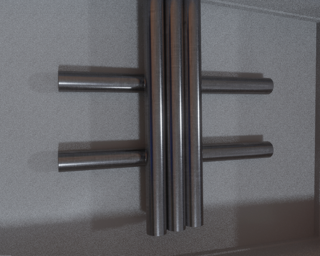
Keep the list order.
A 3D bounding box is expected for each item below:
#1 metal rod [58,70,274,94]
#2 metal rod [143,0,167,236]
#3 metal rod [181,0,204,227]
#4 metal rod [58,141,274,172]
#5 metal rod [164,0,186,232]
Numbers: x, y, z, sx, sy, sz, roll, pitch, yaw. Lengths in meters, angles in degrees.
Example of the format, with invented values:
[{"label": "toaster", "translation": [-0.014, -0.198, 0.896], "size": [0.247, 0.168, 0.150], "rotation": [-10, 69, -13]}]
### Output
[{"label": "metal rod", "translation": [0.022, -0.059, 0.417], "size": [0.303, 0.025, 0.025], "rotation": [-2, 91, -20]}, {"label": "metal rod", "translation": [-0.006, -0.021, 0.379], "size": [0.025, 0.025, 0.298], "rotation": [-1, 90, -20]}, {"label": "metal rod", "translation": [0.041, -0.026, 0.397], "size": [0.025, 0.025, 0.298], "rotation": [-1, 90, -20]}, {"label": "metal rod", "translation": [0.022, 0.036, 0.417], "size": [0.303, 0.025, 0.025], "rotation": [-1, 91, -20]}, {"label": "metal rod", "translation": [0.018, -0.023, 0.388], "size": [0.025, 0.025, 0.298], "rotation": [-1, 90, -20]}]
